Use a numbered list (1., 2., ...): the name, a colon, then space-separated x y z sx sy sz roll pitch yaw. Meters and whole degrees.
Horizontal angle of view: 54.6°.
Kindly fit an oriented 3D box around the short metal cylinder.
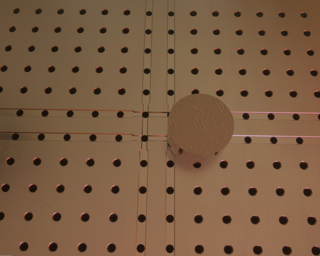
1. short metal cylinder: 0.050 0.003 0.398 0.080 0.050 0.080 0 70 0
